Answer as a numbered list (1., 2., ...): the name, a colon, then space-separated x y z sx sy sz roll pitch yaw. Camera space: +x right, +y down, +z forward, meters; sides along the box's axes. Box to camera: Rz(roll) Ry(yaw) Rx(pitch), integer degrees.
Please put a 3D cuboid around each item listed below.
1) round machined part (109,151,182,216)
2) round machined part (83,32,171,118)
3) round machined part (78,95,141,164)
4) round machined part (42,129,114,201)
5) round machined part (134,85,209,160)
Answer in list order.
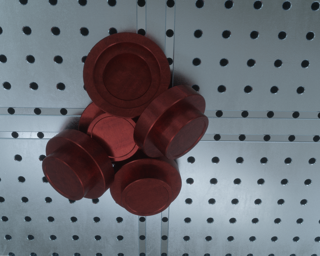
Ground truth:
1. round machined part: -0.019 0.081 0.421 0.099 0.042 0.097 -3 122 -5
2. round machined part: -0.039 -0.060 0.370 0.099 0.042 0.097 0 89 -6
3. round machined part: -0.057 0.004 0.404 0.099 0.042 0.097 0 110 -1
4. round machined part: -0.111 0.054 0.397 0.098 0.042 0.097 17 128 24
5. round machined part: 0.020 0.000 0.373 0.042 0.099 0.098 45 109 28
